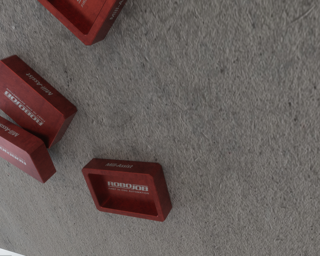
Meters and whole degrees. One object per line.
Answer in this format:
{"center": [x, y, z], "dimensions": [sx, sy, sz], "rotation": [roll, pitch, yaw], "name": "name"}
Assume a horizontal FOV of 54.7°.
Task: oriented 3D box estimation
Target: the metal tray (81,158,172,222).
{"center": [-0.053, 0.096, 0.490], "dimensions": [0.130, 0.030, 0.089], "rotation": [1, 119, 27], "name": "metal tray"}

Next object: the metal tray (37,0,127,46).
{"center": [-0.077, -0.168, 0.339], "dimensions": [0.090, 0.030, 0.129], "rotation": [43, 129, -2], "name": "metal tray"}

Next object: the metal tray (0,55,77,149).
{"center": [-0.202, -0.039, 0.486], "dimensions": [0.130, 0.030, 0.090], "rotation": [41, 129, -1], "name": "metal tray"}

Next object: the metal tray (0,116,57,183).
{"center": [-0.245, 0.033, 0.530], "dimensions": [0.130, 0.030, 0.089], "rotation": [25, 142, 21], "name": "metal tray"}
